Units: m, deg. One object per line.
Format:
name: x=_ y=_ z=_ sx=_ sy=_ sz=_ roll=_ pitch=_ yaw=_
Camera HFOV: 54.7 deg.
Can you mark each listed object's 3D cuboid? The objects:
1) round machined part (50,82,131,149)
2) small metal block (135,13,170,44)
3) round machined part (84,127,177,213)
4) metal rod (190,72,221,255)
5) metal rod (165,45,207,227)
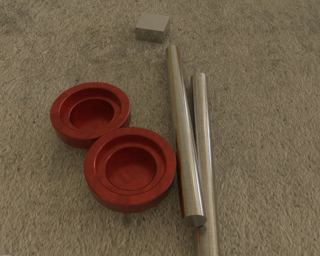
round machined part: x=-0.087 y=-0.011 z=0.401 sx=0.099 sy=0.042 sz=0.098 roll=0 pitch=50 yaw=0
small metal block: x=-0.012 y=-0.179 z=0.554 sx=0.050 sy=0.025 sz=0.050 roll=11 pitch=51 yaw=9
round machined part: x=-0.032 y=0.049 z=0.348 sx=0.099 sy=0.042 sz=0.098 roll=2 pitch=52 yaw=-2
metal rod: x=0.051 y=0.041 z=0.369 sx=0.025 sy=0.025 sz=0.300 roll=2 pitch=50 yaw=2
metal rod: x=0.027 y=-0.017 z=0.403 sx=0.025 sy=0.025 sz=0.300 roll=-2 pitch=46 yaw=-2
